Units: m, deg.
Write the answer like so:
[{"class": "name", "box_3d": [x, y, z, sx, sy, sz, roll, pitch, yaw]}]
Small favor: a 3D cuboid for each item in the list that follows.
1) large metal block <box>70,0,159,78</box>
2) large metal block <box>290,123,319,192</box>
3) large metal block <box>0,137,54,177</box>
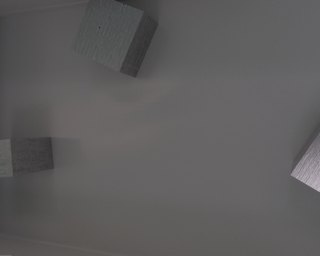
[{"class": "large metal block", "box_3d": [-0.061, -0.123, 0.419, 0.080, 0.050, 0.080, 27, 99, 18]}, {"class": "large metal block", "box_3d": [0.195, 0.031, 0.319, 0.080, 0.050, 0.079, 32, 113, 17]}, {"class": "large metal block", "box_3d": [-0.219, 0.043, 0.459, 0.080, 0.080, 0.050, -6, 88, 20]}]
